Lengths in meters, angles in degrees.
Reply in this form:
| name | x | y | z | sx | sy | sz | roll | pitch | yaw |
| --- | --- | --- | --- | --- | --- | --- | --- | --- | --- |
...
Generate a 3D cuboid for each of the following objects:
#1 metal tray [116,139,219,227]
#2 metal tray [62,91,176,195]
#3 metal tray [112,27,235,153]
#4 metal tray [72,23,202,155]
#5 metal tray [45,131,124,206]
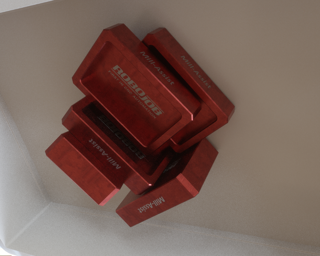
| name | x | y | z | sx | sy | sz | roll | pitch | yaw |
| --- | --- | --- | --- | --- | --- | --- | --- | --- | --- |
| metal tray | 0.008 | 0.070 | 0.402 | 0.030 | 0.090 | 0.129 | 49 | 128 | -6 |
| metal tray | -0.045 | 0.009 | 0.391 | 0.130 | 0.090 | 0.030 | 45 | 129 | -3 |
| metal tray | 0.013 | -0.041 | 0.372 | 0.130 | 0.030 | 0.090 | 48 | 130 | -5 |
| metal tray | -0.029 | -0.040 | 0.353 | 0.130 | 0.030 | 0.090 | 45 | 129 | -3 |
| metal tray | -0.083 | 0.039 | 0.406 | 0.090 | 0.130 | 0.030 | 45 | 99 | -3 |
